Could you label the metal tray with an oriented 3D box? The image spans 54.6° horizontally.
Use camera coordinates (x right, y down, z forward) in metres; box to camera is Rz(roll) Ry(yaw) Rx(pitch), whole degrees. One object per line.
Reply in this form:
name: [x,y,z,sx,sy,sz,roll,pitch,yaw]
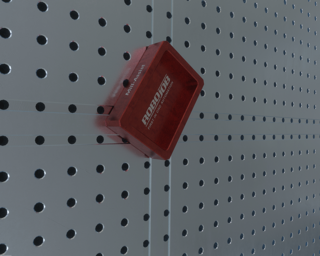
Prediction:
metal tray: [-0.001,-0.035,0.403,0.090,0.030,0.130,40,66,-33]
